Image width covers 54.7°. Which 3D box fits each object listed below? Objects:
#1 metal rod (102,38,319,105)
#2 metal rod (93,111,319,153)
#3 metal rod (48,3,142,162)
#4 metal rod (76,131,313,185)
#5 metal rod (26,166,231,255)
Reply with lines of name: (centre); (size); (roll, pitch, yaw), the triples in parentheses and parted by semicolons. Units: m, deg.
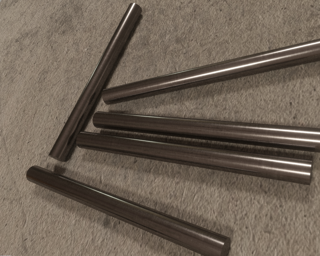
metal rod: (0.056, -0.070, 0.416); (0.301, 0.025, 0.025); (-9, 58, 22)
metal rod: (0.039, 0.000, 0.382); (0.300, 0.025, 0.025); (6, 65, 30)
metal rod: (-0.098, -0.085, 0.505); (0.025, 0.025, 0.300); (9, 66, 32)
metal rod: (0.017, 0.030, 0.375); (0.300, 0.025, 0.025); (6, 65, 30)
metal rod: (-0.062, 0.092, 0.377); (0.300, 0.025, 0.025); (11, 68, 32)
